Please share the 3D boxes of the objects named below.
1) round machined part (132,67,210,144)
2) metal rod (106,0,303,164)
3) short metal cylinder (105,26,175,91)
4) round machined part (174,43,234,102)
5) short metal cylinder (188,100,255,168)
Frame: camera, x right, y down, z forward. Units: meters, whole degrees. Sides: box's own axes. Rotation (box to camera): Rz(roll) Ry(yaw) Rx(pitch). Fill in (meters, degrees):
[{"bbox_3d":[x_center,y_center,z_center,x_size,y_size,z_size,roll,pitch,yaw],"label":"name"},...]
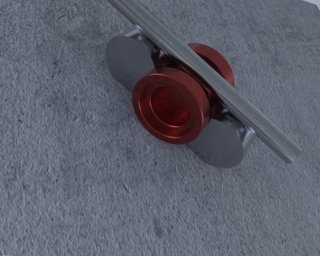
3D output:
[{"bbox_3d":[0.017,-0.031,0.387,0.098,0.097,0.042,43,47,1],"label":"round machined part"},{"bbox_3d":[0.050,-0.067,0.373,0.300,0.025,0.025,42,51,0],"label":"metal rod"},{"bbox_3d":[-0.025,-0.094,0.415,0.080,0.080,0.050,43,51,1],"label":"short metal cylinder"},{"bbox_3d":[0.047,-0.062,0.424,0.098,0.098,0.042,43,55,1],"label":"round machined part"},{"bbox_3d":[0.082,0.007,0.412,0.080,0.080,0.050,43,51,1],"label":"short metal cylinder"}]
